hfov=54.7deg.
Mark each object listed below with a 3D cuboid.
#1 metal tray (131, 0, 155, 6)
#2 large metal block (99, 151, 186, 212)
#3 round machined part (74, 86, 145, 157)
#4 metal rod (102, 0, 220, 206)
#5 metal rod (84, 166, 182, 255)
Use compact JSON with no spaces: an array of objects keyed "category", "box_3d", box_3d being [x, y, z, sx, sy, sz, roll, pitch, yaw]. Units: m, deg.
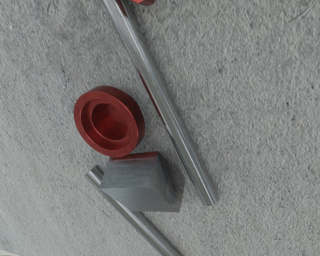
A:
[{"category":"metal tray","box_3d":[-0.052,-0.187,0.299,0.130,0.030,0.089,28,112,10]},{"category":"large metal block","box_3d":[-0.022,0.077,0.429,0.080,0.050,0.080,-8,141,31]},{"category":"round machined part","box_3d":[-0.064,-0.012,0.420,0.098,0.042,0.097,13,123,20]},{"category":"metal rod","box_3d":[0.007,-0.027,0.385,0.025,0.025,0.299,-15,111,34]},{"category":"metal rod","box_3d":[-0.015,0.181,0.524,0.300,0.025,0.025,48,129,-6]}]
